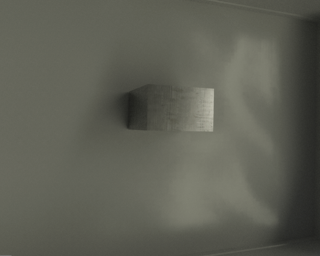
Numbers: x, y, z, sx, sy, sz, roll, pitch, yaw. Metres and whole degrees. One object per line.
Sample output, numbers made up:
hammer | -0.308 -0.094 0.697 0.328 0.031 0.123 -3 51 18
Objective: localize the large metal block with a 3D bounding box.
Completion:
large metal block | 0.011 -0.022 0.382 0.081 0.080 0.050 1 90 -20
